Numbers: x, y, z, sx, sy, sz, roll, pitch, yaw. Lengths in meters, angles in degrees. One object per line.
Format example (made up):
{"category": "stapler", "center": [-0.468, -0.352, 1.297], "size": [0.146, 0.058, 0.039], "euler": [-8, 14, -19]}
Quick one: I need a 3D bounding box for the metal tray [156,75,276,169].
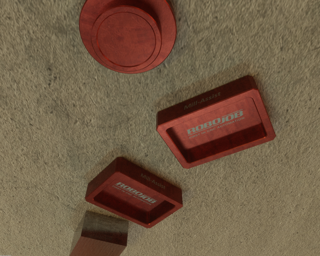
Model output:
{"category": "metal tray", "center": [0.072, -0.003, 0.401], "size": [0.130, 0.030, 0.090], "euler": [-22, 127, 17]}

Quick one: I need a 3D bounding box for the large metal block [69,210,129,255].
{"category": "large metal block", "center": [-0.110, 0.201, 0.561], "size": [0.080, 0.050, 0.079], "euler": [19, 128, -16]}

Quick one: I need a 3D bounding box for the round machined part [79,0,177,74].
{"category": "round machined part", "center": [-0.032, -0.097, 0.313], "size": [0.099, 0.042, 0.097], "euler": [0, 130, 0]}

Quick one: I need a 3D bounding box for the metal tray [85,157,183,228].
{"category": "metal tray", "center": [-0.040, 0.107, 0.494], "size": [0.130, 0.030, 0.090], "euler": [33, 123, -25]}
